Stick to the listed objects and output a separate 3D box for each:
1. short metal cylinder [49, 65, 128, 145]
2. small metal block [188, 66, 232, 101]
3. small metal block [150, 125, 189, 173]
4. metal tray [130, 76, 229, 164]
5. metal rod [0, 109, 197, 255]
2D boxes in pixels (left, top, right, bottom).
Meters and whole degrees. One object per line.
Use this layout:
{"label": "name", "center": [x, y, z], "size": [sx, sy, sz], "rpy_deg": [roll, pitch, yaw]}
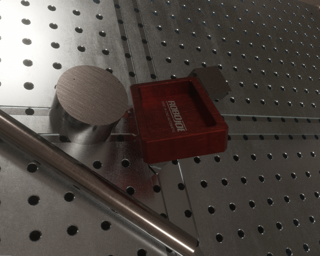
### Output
{"label": "short metal cylinder", "center": [-0.084, -0.026, 0.364], "size": [0.081, 0.050, 0.080], "rpy_deg": [14, 56, -21]}
{"label": "small metal block", "center": [0.078, -0.070, 0.495], "size": [0.050, 0.025, 0.050], "rpy_deg": [-15, 69, -34]}
{"label": "small metal block", "center": [0.013, 0.024, 0.386], "size": [0.025, 0.050, 0.050], "rpy_deg": [48, 51, 5]}
{"label": "metal tray", "center": [0.016, -0.016, 0.368], "size": [0.091, 0.030, 0.130], "rpy_deg": [-9, 35, -6]}
{"label": "metal rod", "center": [-0.089, 0.049, 0.330], "size": [0.301, 0.025, 0.025], "rpy_deg": [35, 51, -6]}
